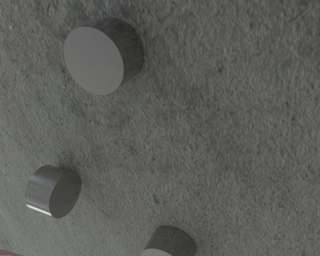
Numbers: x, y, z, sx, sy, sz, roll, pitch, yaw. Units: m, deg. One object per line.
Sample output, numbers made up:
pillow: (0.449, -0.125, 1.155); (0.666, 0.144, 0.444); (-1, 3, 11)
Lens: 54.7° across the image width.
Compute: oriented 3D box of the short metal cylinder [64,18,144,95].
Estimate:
short metal cylinder: (-0.066, -0.086, 0.371); (0.080, 0.050, 0.079); (13, 124, 20)

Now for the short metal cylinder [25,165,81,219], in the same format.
short metal cylinder: (-0.181, 0.108, 0.531); (0.050, 0.080, 0.079); (13, 124, 21)

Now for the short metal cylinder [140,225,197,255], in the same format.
short metal cylinder: (0.015, 0.209, 0.510); (0.080, 0.050, 0.079); (13, 124, 20)
